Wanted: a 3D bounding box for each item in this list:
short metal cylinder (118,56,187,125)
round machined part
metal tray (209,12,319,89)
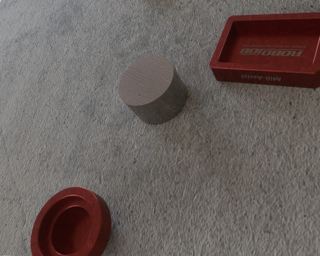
[{"bbox_3d":[-0.009,-0.051,0.423,0.080,0.050,0.080,-13,56,20],"label":"short metal cylinder"},{"bbox_3d":[-0.100,0.123,0.368,0.098,0.042,0.098,-13,56,20],"label":"round machined part"},{"bbox_3d":[0.138,-0.099,0.388,0.130,0.030,0.090,11,67,32],"label":"metal tray"}]
